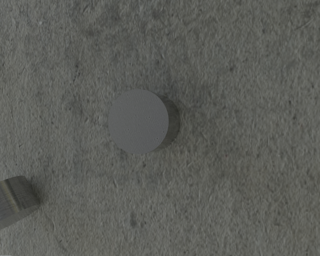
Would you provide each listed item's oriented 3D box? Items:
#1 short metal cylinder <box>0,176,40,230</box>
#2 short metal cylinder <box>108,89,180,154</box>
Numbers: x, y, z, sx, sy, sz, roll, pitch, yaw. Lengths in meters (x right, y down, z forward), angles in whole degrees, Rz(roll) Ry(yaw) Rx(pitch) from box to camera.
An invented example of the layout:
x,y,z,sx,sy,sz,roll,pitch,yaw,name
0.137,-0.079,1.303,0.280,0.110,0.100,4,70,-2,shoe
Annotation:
x,y,z,sx,sy,sz,roll,pitch,yaw,name
-0.228,0.113,0.458,0.080,0.080,0.050,-35,79,16,short metal cylinder
-0.019,-0.008,0.402,0.080,0.050,0.079,0,90,19,short metal cylinder
